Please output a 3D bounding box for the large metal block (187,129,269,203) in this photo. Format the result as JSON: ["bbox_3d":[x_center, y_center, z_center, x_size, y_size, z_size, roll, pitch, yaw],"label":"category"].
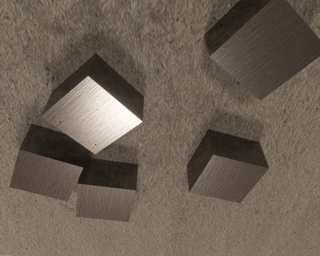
[{"bbox_3d":[0.092,0.056,0.440,0.081,0.050,0.079,14,129,-13],"label":"large metal block"}]

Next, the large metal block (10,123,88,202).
[{"bbox_3d":[-0.153,0.050,0.431,0.081,0.050,0.079,19,127,-16],"label":"large metal block"}]

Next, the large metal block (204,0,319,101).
[{"bbox_3d":[0.105,-0.088,0.317,0.080,0.050,0.080,34,122,-26],"label":"large metal block"}]

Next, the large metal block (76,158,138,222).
[{"bbox_3d":[-0.081,0.095,0.471,0.081,0.050,0.079,8,130,-8],"label":"large metal block"}]

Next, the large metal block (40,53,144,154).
[{"bbox_3d":[-0.077,-0.026,0.368,0.080,0.050,0.080,-34,123,25],"label":"large metal block"}]
